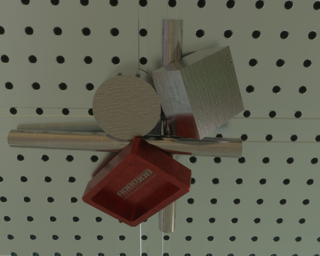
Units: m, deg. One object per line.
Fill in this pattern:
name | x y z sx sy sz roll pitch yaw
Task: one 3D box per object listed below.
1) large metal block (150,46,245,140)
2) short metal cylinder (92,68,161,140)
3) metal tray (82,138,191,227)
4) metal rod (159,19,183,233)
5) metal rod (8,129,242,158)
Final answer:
large metal block | 0.046 -0.042 0.364 0.081 0.050 0.080 -31 113 -31
short metal cylinder | -0.039 -0.032 0.388 0.081 0.050 0.079 0 110 0
metal tray | -0.033 0.077 0.411 0.090 0.030 0.129 34 127 -18
metal rod | 0.013 0.011 0.417 0.025 0.025 0.298 1 110 -1
metal rod | -0.049 0.020 0.402 0.302 0.025 0.025 2 110 6
